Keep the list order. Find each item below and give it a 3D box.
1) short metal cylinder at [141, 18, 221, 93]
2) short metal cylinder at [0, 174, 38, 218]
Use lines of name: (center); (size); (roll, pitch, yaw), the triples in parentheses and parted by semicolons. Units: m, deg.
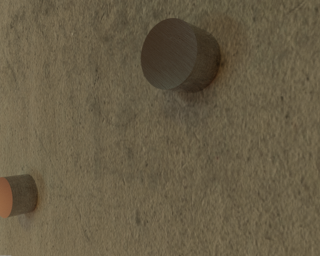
short metal cylinder: (0.024, -0.083, 0.367); (0.080, 0.050, 0.079); (0, 90, 39)
short metal cylinder: (-0.291, 0.136, 0.625); (0.080, 0.050, 0.079); (0, 90, 39)
